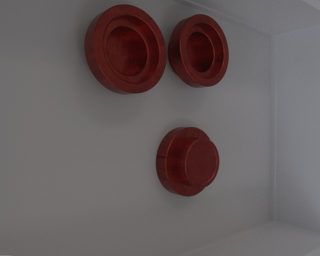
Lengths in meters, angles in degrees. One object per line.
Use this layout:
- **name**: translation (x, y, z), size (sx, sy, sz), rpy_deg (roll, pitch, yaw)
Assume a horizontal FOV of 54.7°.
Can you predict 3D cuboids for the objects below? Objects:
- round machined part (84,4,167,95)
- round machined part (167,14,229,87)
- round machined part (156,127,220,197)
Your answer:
- **round machined part**: translation (-0.043, -0.087, 0.359), size (0.099, 0.042, 0.097), rpy_deg (0, 90, -40)
- **round machined part**: translation (0.050, -0.105, 0.437), size (0.099, 0.042, 0.097), rpy_deg (0, 90, -40)
- **round machined part**: translation (0.045, 0.047, 0.433), size (0.099, 0.042, 0.097), rpy_deg (0, 90, -40)
